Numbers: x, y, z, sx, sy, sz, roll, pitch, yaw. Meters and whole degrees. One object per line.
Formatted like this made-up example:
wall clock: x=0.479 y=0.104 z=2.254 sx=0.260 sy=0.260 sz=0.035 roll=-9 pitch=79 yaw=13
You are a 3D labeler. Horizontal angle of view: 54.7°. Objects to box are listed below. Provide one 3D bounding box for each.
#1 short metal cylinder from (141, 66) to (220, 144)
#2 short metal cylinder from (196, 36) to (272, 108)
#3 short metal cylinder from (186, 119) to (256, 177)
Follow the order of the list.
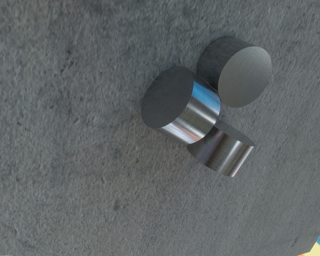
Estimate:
short metal cylinder: x=0.024 y=-0.027 z=0.369 sx=0.050 sy=0.080 sz=0.080 roll=30 pitch=101 yaw=-38
short metal cylinder: x=0.095 y=-0.073 z=0.399 sx=0.081 sy=0.050 sz=0.079 roll=-14 pitch=125 yaw=-21
short metal cylinder: x=0.085 y=0.024 z=0.435 sx=0.081 sy=0.080 sz=0.050 roll=18 pitch=109 yaw=-36
